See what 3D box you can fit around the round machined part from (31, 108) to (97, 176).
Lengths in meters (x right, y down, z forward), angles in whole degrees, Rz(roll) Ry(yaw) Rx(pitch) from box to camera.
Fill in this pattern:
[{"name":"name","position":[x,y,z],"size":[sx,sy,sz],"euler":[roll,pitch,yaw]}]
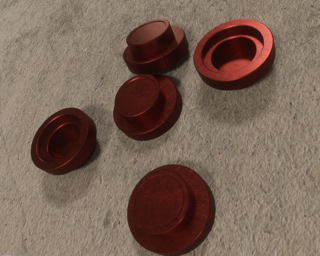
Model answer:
[{"name":"round machined part","position":[-0.132,0.023,0.446],"size":[0.098,0.042,0.098],"euler":[-13,56,20]}]

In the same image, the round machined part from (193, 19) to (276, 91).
[{"name":"round machined part","position":[0.096,-0.088,0.396],"size":[0.098,0.042,0.098],"euler":[-13,56,20]}]

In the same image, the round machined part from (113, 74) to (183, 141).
[{"name":"round machined part","position":[-0.022,-0.035,0.425],"size":[0.098,0.042,0.098],"euler":[-13,56,20]}]

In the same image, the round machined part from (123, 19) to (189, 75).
[{"name":"round machined part","position":[-0.011,-0.125,0.459],"size":[0.098,0.042,0.098],"euler":[-15,41,14]}]

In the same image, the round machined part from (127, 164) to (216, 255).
[{"name":"round machined part","position":[0.007,0.085,0.337],"size":[0.098,0.042,0.098],"euler":[-13,56,20]}]
